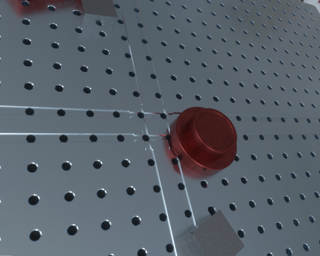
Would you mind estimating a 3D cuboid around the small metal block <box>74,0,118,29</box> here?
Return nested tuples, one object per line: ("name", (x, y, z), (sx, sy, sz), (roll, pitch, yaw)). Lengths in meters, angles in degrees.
("small metal block", (-0.096, -0.179, 0.466), (0.050, 0.025, 0.050), (-5, 64, -31))

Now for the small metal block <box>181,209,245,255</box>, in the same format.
("small metal block", (0.062, 0.133, 0.363), (0.050, 0.025, 0.050), (-25, 76, -37))

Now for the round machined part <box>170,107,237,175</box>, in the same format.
("round machined part", (0.066, 0.011, 0.428), (0.099, 0.042, 0.098), (14, 56, -21))
